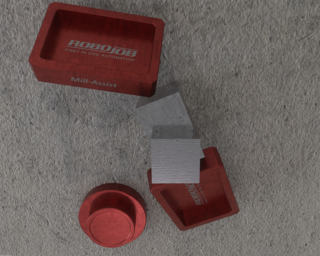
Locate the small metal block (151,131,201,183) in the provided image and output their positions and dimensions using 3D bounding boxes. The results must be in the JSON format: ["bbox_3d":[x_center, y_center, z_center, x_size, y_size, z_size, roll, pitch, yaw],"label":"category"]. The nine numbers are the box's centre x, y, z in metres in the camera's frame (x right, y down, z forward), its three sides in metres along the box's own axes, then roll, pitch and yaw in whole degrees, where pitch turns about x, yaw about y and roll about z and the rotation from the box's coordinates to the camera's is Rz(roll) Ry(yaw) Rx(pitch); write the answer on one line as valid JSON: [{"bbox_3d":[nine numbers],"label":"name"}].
[{"bbox_3d":[0.016,0.031,0.333,0.050,0.025,0.050,0,107,1],"label":"small metal block"}]

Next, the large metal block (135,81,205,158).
[{"bbox_3d":[0.013,-0.006,0.376,0.050,0.080,0.080,-21,106,8],"label":"large metal block"}]

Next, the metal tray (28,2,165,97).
[{"bbox_3d":[-0.065,-0.088,0.344,0.131,0.090,0.030,8,153,-3],"label":"metal tray"}]

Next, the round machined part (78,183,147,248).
[{"bbox_3d":[-0.069,0.133,0.449,0.099,0.042,0.097,0,110,0],"label":"round machined part"}]

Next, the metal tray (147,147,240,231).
[{"bbox_3d":[0.048,0.086,0.409,0.090,0.030,0.130,-21,136,7],"label":"metal tray"}]
